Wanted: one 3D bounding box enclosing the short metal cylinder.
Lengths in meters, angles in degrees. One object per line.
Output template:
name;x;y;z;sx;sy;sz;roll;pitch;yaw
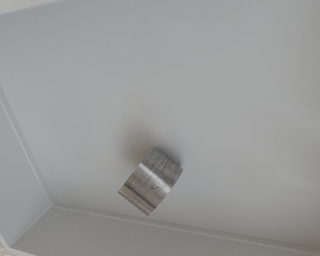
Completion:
short metal cylinder;-0.013;0.072;0.425;0.050;0.080;0.080;38;129;3
